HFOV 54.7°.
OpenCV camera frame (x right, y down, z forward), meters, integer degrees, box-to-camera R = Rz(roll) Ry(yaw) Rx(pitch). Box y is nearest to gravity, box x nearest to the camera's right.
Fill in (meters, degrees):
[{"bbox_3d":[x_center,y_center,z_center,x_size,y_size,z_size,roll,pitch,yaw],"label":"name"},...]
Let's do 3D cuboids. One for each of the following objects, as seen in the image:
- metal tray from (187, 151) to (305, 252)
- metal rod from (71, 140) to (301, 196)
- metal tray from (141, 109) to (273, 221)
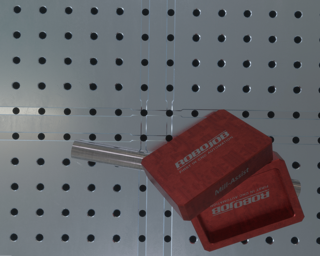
[{"bbox_3d":[0.102,0.093,0.392,0.130,0.030,0.090,-22,104,8],"label":"metal tray"},{"bbox_3d":[0.034,0.055,0.413,0.302,0.025,0.025,10,90,0],"label":"metal rod"},{"bbox_3d":[0.055,0.037,0.367,0.131,0.090,0.030,-32,131,-15],"label":"metal tray"}]
